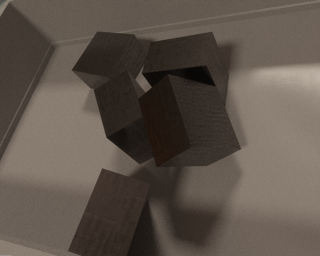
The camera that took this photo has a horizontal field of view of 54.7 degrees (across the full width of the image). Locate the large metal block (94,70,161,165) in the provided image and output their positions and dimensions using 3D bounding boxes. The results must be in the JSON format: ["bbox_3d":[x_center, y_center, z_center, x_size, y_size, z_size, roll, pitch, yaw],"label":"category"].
[{"bbox_3d":[-0.033,-0.012,0.394,0.050,0.080,0.080,-30,52,9],"label":"large metal block"}]

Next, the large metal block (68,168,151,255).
[{"bbox_3d":[-0.048,0.097,0.324,0.050,0.080,0.080,18,66,3],"label":"large metal block"}]

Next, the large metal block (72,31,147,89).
[{"bbox_3d":[-0.078,-0.103,0.492,0.080,0.050,0.080,16,70,34],"label":"large metal block"}]

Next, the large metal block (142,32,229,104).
[{"bbox_3d":[0.036,-0.068,0.392,0.080,0.080,0.050,-2,60,27],"label":"large metal block"}]

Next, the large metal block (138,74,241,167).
[{"bbox_3d":[0.032,-0.005,0.336,0.050,0.081,0.080,-35,61,39],"label":"large metal block"}]
